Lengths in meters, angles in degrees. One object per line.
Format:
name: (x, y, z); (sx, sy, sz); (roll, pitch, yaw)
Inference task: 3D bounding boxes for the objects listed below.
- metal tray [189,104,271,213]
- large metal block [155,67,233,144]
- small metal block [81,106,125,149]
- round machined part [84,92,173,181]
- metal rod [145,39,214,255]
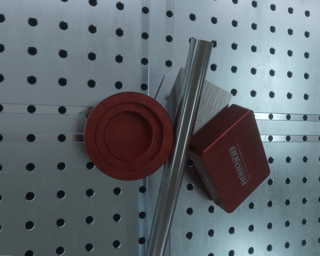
metal tray: (0.097, 0.044, 0.415); (0.090, 0.030, 0.130); (-40, 128, -15)
large metal block: (0.037, -0.023, 0.410); (0.080, 0.050, 0.080); (24, 82, -19)
small metal block: (-0.064, -0.006, 0.386); (0.050, 0.025, 0.050); (-23, 98, -19)
round machined part: (-0.038, 0.009, 0.357); (0.099, 0.042, 0.097); (0, 91, -17)
metal rod: (0.018, 0.047, 0.373); (0.025, 0.025, 0.298); (7, 104, -20)
